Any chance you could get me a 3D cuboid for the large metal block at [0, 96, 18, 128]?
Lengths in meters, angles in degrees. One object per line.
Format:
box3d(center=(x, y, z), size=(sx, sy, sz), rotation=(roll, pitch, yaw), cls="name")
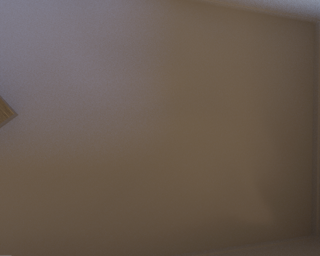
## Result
box3d(center=(-0.210, -0.020, 0.319), size=(0.080, 0.050, 0.080), rotation=(-41, 104, -16), cls="large metal block")
